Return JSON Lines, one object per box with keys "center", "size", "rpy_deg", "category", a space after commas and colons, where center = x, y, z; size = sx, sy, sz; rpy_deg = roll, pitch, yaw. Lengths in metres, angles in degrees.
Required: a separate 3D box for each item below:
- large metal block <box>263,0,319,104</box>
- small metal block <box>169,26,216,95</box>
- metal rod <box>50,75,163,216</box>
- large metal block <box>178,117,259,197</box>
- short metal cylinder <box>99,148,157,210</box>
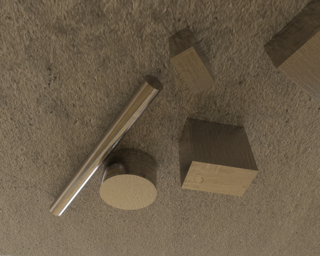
{"center": [0.172, -0.081, 0.324], "size": [0.080, 0.050, 0.080], "rpy_deg": [30, 124, -23], "category": "large metal block"}
{"center": [0.034, -0.072, 0.330], "size": [0.025, 0.050, 0.050], "rpy_deg": [-26, 126, 20], "category": "small metal block"}
{"center": [-0.090, 0.041, 0.441], "size": [0.025, 0.025, 0.298], "rpy_deg": [27, 125, -21], "category": "metal rod"}
{"center": [0.071, 0.037, 0.403], "size": [0.081, 0.080, 0.050], "rpy_deg": [9, 130, -8], "category": "large metal block"}
{"center": [-0.045, 0.076, 0.455], "size": [0.081, 0.050, 0.079], "rpy_deg": [0, 130, 0], "category": "short metal cylinder"}
